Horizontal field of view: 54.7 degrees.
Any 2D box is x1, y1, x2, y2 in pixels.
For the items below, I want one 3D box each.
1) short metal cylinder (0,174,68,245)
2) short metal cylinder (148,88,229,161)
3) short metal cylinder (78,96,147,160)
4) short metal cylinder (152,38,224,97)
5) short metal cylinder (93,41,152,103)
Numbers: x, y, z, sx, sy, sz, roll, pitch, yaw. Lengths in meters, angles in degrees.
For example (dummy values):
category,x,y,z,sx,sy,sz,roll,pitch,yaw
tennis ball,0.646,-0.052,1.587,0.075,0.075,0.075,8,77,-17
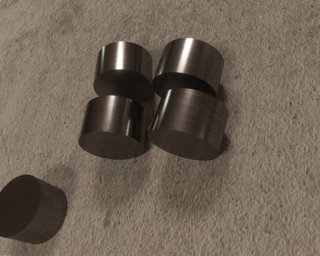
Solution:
category,x,y,z,sx,sy,sz,roll,pitch,yaw
short metal cylinder,-0.171,0.108,0.409,0.080,0.050,0.080,-13,56,20
short metal cylinder,0.033,-0.002,0.352,0.080,0.080,0.050,5,65,30
short metal cylinder,-0.059,0.002,0.397,0.080,0.080,0.050,-9,58,23
short metal cylinder,0.036,-0.066,0.389,0.080,0.080,0.050,3,63,29
short metal cylinder,-0.051,-0.075,0.440,0.080,0.080,0.050,-14,56,20
